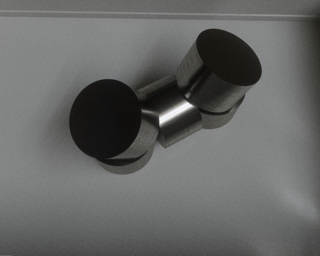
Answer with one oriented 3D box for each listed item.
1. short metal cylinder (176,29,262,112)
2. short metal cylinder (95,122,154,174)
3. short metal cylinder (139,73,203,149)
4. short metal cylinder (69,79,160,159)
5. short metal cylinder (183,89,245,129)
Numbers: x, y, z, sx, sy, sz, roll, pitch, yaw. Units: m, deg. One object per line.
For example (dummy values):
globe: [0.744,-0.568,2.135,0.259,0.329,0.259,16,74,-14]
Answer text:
short metal cylinder: [0.066,-0.065,0.350,0.081,0.050,0.080,12,55,-18]
short metal cylinder: [-0.048,0.014,0.389,0.081,0.050,0.080,0,70,0]
short metal cylinder: [0.010,-0.021,0.386,0.050,0.080,0.080,-28,73,-10]
short metal cylinder: [-0.047,-0.007,0.328,0.080,0.050,0.080,-2,83,19]
short metal cylinder: [0.068,-0.044,0.412,0.081,0.050,0.080,0,70,0]
